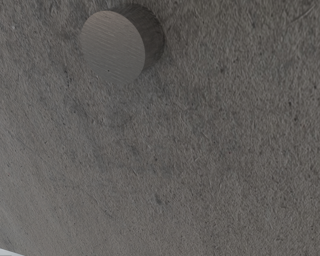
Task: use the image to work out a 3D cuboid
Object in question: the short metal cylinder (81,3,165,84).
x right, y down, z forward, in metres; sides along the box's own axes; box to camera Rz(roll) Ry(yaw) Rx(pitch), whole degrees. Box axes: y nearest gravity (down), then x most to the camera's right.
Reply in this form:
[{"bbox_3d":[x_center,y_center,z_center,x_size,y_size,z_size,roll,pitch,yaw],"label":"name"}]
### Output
[{"bbox_3d":[-0.041,-0.096,0.353,0.080,0.050,0.079,13,124,21],"label":"short metal cylinder"}]
